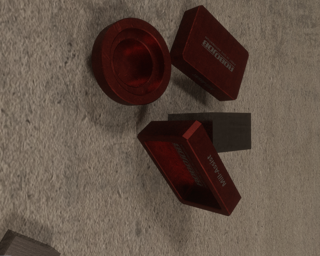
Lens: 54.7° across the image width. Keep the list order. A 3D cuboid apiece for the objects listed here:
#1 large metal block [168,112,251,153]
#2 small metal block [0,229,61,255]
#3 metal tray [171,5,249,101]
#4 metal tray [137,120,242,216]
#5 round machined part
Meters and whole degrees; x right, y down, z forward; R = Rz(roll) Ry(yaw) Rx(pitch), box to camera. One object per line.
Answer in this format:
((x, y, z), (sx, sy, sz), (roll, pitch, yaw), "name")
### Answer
((0.068, 0.005, 0.429), (0.081, 0.080, 0.050), (-2, 91, -40), "large metal block")
((-0.133, 0.132, 0.295), (0.050, 0.025, 0.050), (41, 65, -33), "small metal block")
((0.079, -0.108, 0.470), (0.131, 0.030, 0.090), (30, 71, -36), "metal tray")
((0.037, 0.050, 0.395), (0.030, 0.090, 0.130), (-46, 118, -30), "metal tray")
((-0.037, -0.075, 0.364), (0.099, 0.042, 0.097), (0, 90, -40), "round machined part")
